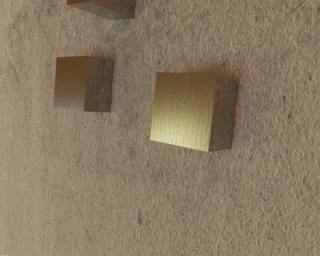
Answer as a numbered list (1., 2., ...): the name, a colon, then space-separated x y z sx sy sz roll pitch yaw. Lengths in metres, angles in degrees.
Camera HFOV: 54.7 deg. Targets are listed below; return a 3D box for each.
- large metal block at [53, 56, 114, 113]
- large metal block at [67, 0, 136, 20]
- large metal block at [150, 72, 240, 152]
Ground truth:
1. large metal block: -0.121 -0.068 0.489 0.080 0.050 0.079 9 96 39
2. large metal block: -0.077 -0.203 0.433 0.050 0.081 0.079 13 98 39
3. large metal block: 0.039 -0.020 0.357 0.080 0.050 0.079 10 96 39
